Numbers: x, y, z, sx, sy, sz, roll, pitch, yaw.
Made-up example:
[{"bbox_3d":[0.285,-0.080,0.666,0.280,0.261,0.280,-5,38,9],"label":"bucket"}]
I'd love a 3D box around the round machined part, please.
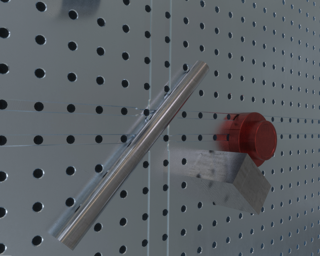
[{"bbox_3d":[0.167,0.021,0.539,0.099,0.042,0.097,0,90,-40],"label":"round machined part"}]

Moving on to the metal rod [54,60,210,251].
[{"bbox_3d":[-0.019,0.015,0.393,0.301,0.025,0.025,-52,121,-27],"label":"metal rod"}]

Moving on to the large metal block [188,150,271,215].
[{"bbox_3d":[0.104,0.079,0.461,0.080,0.080,0.050,48,61,-30],"label":"large metal block"}]
